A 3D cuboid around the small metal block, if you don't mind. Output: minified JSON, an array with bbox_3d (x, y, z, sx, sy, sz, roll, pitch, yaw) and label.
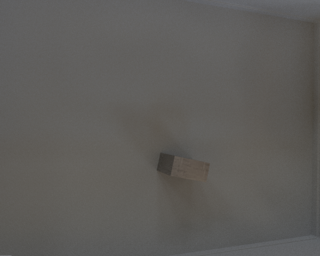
[{"bbox_3d":[0.030,0.051,0.410,0.050,0.050,0.025,13,86,-20],"label":"small metal block"}]
